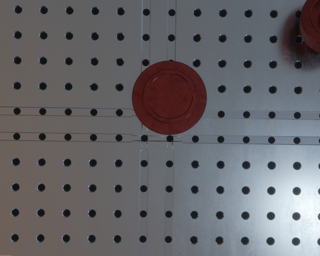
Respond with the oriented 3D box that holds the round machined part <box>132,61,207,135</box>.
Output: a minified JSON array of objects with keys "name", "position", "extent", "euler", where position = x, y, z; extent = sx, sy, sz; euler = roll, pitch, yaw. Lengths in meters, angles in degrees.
[{"name":"round machined part","position":[0.012,-0.039,0.405],"extent":[0.099,0.042,0.097],"euler":[0,90,0]}]

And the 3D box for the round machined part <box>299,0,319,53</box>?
[{"name":"round machined part","position":[0.231,-0.133,0.394],"extent":[0.098,0.042,0.098],"euler":[-6,70,17]}]
